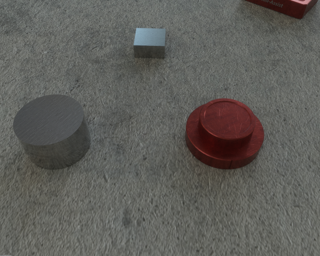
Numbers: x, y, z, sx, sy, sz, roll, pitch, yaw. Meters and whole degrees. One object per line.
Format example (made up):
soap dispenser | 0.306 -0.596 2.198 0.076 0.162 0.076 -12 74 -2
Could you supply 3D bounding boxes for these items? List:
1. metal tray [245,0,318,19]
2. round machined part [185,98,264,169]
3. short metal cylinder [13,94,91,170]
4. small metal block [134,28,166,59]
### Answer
metal tray | 0.248 -0.275 0.632 0.130 0.030 0.090 31 57 23
round machined part | 0.082 0.000 0.393 0.099 0.042 0.098 0 50 0
short metal cylinder | -0.130 0.004 0.383 0.081 0.050 0.080 0 50 0
small metal block | -0.016 -0.144 0.524 0.050 0.025 0.050 2 50 1
